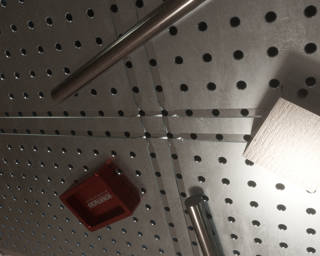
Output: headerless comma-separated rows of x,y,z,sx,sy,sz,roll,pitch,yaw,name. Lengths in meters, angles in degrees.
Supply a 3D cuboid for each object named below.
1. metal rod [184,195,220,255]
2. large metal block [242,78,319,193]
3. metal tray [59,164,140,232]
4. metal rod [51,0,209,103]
0.094,0.236,0.506,0.025,0.025,0.298,-6,116,30,metal rod
0.145,0.008,0.323,0.080,0.050,0.079,28,128,10,large metal block
-0.108,0.125,0.539,0.130,0.030,0.090,-33,100,38,metal tray
-0.040,-0.099,0.369,0.299,0.025,0.025,-25,105,36,metal rod
